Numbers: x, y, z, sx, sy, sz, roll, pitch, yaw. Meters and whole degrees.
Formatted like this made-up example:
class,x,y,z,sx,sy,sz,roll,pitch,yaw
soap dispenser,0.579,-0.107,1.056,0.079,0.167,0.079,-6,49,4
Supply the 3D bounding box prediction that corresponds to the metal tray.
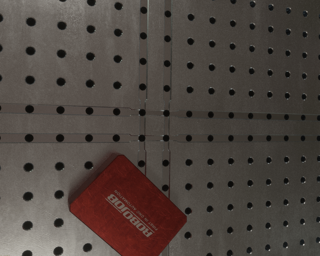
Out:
class,x,y,z,sx,sy,sz,roll,pitch,yaw
metal tray,-0.039,0.107,0.397,0.130,0.030,0.090,47,75,-14
